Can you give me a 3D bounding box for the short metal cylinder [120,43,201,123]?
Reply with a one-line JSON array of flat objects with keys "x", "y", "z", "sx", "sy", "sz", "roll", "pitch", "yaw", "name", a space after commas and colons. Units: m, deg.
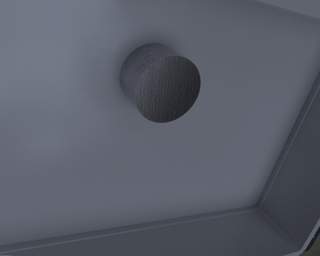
[{"x": 0.000, "y": -0.053, "z": 0.361, "sx": 0.081, "sy": 0.050, "sz": 0.079, "roll": -14, "pitch": 124, "yaw": -21, "name": "short metal cylinder"}]
